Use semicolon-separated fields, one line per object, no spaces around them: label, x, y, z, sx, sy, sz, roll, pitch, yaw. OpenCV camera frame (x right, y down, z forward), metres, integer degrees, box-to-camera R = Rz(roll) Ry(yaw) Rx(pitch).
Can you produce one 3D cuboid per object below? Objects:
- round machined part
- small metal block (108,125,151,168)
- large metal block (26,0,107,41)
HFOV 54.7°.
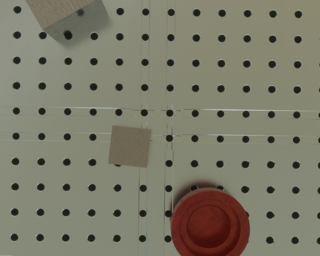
round machined part;0.063;0.126;0.405;0.099;0.042;0.097;0;90;0
small metal block;-0.039;0.024;0.413;0.050;0.025;0.050;6;90;0
large metal block;-0.127;-0.173;0.400;0.080;0.050;0.080;-30;90;0
